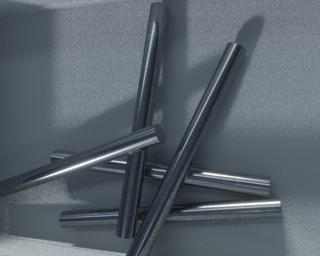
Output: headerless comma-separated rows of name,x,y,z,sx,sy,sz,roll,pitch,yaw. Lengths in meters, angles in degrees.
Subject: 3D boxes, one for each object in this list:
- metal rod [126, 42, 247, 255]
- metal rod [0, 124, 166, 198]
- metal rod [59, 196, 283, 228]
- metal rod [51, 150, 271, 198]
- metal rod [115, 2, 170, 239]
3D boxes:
metal rod,0.029,0.037,0.377,0.025,0.025,0.299,26,90,18
metal rod,-0.129,0.053,0.426,0.300,0.025,0.025,-20,84,24
metal rod,0.000,0.113,0.408,0.301,0.025,0.025,-9,87,19
metal rod,-0.013,0.057,0.412,0.301,0.025,0.025,5,92,19
metal rod,-0.021,-0.013,0.397,0.025,0.025,0.298,7,86,19
